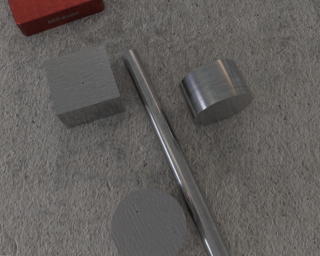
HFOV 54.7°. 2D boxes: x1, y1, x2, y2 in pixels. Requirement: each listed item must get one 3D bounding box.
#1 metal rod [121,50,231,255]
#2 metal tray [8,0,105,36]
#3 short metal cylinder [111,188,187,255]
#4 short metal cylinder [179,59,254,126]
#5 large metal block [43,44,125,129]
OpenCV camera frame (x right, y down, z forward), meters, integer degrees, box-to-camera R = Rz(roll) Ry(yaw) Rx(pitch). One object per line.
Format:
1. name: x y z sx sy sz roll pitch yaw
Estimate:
1. metal rod: 0.014 0.025 0.398 0.025 0.025 0.299 -21 72 -8
2. metal tray: -0.163 -0.205 0.479 0.131 0.030 0.090 -22 72 -8
3. short metal cylinder: -0.012 0.113 0.353 0.081 0.050 0.080 0 70 0
4. short metal cylinder: 0.070 -0.043 0.395 0.080 0.080 0.050 -18 71 -7
5. large metal block: -0.100 -0.054 0.414 0.081 0.050 0.080 -17 71 -6
